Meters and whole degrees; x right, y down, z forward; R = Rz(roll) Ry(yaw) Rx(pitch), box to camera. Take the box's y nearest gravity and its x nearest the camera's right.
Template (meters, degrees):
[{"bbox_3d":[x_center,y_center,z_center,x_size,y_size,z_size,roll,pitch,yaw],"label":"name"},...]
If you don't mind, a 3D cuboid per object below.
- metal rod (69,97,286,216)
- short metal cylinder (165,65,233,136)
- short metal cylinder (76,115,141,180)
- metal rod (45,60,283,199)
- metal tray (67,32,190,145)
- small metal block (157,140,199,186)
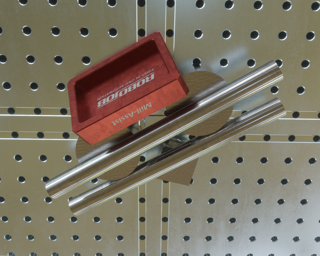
[{"bbox_3d":[0.015,0.041,0.401,0.301,0.025,0.025,-27,108,9],"label":"metal rod"},{"bbox_3d":[0.047,-0.036,0.388,0.081,0.050,0.079,0,110,-1],"label":"short metal cylinder"},{"bbox_3d":[-0.064,0.021,0.407,0.081,0.050,0.079,0,110,-1],"label":"short metal cylinder"},{"bbox_3d":[-0.003,0.007,0.361,0.301,0.025,0.025,-28,108,9],"label":"metal rod"},{"bbox_3d":[-0.042,-0.047,0.359,0.130,0.090,0.030,-27,140,9],"label":"metal tray"},{"bbox_3d":[0.022,0.048,0.430,0.050,0.025,0.050,14,109,-6],"label":"small metal block"}]
